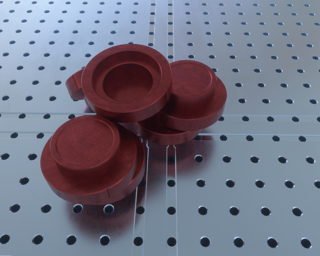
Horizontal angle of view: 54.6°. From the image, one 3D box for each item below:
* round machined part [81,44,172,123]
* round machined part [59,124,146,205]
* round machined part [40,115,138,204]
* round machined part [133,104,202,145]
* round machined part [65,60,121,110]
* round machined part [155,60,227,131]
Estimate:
[{"bbox_3d":[-0.035,-0.046,0.352,0.098,0.042,0.098,-1,58,2],"label":"round machined part"},{"bbox_3d":[-0.066,0.031,0.343,0.099,0.042,0.098,0,50,0],"label":"round machined part"},{"bbox_3d":[-0.073,0.025,0.320,0.099,0.042,0.098,0,50,0],"label":"round machined part"},{"bbox_3d":[0.011,-0.029,0.394,0.099,0.042,0.098,0,50,0],"label":"round machined part"},{"bbox_3d":[-0.072,-0.056,0.419,0.099,0.098,0.042,-22,89,-17],"label":"round machined part"},{"bbox_3d":[0.033,-0.047,0.380,0.099,0.042,0.098,0,49,0],"label":"round machined part"}]
